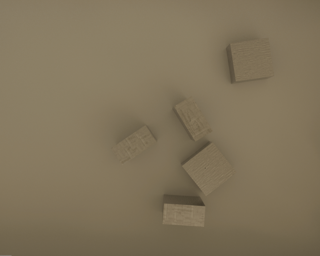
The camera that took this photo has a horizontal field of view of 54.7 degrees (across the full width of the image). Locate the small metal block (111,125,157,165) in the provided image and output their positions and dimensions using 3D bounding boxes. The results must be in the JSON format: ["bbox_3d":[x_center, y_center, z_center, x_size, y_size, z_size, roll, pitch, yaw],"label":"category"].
[{"bbox_3d":[-0.031,0.021,0.399,0.050,0.050,0.025,-34,90,0],"label":"small metal block"}]

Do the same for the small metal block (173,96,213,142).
[{"bbox_3d":[0.041,-0.011,0.399,0.025,0.050,0.050,-31,90,0],"label":"small metal block"}]

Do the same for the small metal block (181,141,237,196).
[{"bbox_3d":[0.064,0.053,0.412,0.050,0.025,0.050,-38,90,0],"label":"small metal block"}]

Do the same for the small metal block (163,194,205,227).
[{"bbox_3d":[0.029,0.105,0.399,0.050,0.050,0.025,4,90,0],"label":"small metal block"}]

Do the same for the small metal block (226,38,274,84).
[{"bbox_3d":[0.119,-0.088,0.412,0.050,0.025,0.050,-8,90,0],"label":"small metal block"}]
